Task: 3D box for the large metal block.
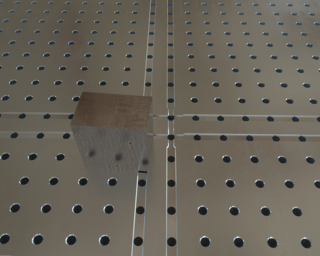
[{"bbox_3d":[-0.051,0.006,0.367,0.080,0.080,0.050,4,50,3],"label":"large metal block"}]
